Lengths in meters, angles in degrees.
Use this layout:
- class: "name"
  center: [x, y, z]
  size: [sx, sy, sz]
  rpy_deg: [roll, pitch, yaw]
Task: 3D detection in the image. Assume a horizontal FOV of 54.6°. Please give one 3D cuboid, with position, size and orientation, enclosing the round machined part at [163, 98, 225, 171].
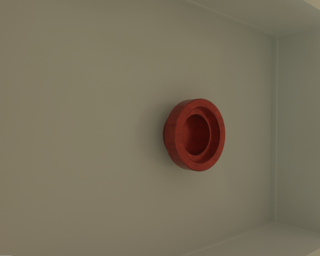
- class: "round machined part"
  center: [0.043, 0.009, 0.430]
  size: [0.099, 0.042, 0.097]
  rpy_deg: [0, 90, -40]
